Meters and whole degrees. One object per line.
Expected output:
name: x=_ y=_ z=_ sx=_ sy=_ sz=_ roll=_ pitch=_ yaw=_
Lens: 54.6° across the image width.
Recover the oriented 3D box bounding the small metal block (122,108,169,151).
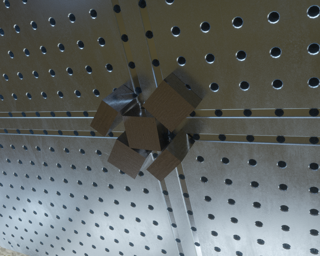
small metal block: x=-0.019 y=0.002 z=0.422 sx=0.050 sy=0.025 sz=0.050 roll=4 pitch=119 yaw=27

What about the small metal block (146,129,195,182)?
small metal block: x=0.015 y=0.036 z=0.410 sx=0.025 sy=0.050 sz=0.050 roll=41 pitch=129 yaw=1

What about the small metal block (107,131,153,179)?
small metal block: x=-0.044 y=0.040 z=0.460 sx=0.050 sy=0.025 sz=0.050 roll=33 pitch=128 yaw=6

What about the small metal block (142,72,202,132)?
small metal block: x=0.014 y=-0.031 z=0.385 sx=0.050 sy=0.025 sz=0.050 roll=42 pitch=130 yaw=-1

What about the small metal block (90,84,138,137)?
small metal block: x=-0.061 y=-0.023 z=0.413 sx=0.025 sy=0.050 sz=0.050 roll=37 pitch=130 yaw=2
